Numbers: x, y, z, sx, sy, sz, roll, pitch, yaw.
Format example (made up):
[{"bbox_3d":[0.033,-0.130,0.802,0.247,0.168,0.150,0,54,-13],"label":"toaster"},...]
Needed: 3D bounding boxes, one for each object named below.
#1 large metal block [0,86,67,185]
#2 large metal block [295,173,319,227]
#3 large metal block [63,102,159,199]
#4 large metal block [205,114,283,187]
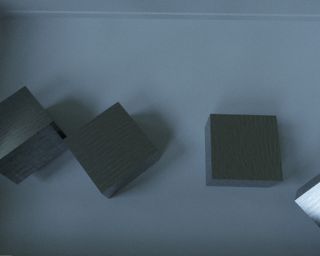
[{"bbox_3d":[-0.170,0.007,0.380,0.080,0.050,0.080,-39,57,-13],"label":"large metal block"},{"bbox_3d":[0.214,0.083,0.348,0.080,0.050,0.080,-47,73,21],"label":"large metal block"},{"bbox_3d":[-0.058,0.028,0.385,0.080,0.050,0.080,-37,74,-13],"label":"large metal block"},{"bbox_3d":[0.100,0.030,0.386,0.080,0.050,0.080,2,70,0],"label":"large metal block"}]
